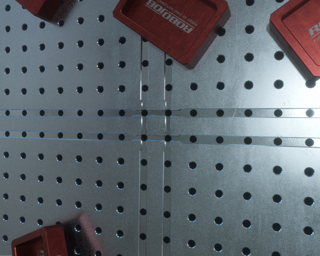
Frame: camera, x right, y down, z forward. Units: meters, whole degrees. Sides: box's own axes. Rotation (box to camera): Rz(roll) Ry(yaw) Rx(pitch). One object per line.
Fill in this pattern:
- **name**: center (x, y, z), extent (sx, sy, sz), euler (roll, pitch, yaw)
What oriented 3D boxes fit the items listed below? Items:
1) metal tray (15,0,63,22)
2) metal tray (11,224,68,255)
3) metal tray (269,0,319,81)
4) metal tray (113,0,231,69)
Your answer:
- **metal tray**: center (-0.201, -0.239, 0.479), extent (0.130, 0.030, 0.090), euler (39, 102, 15)
- **metal tray**: center (-0.168, 0.214, 0.442), extent (0.090, 0.030, 0.130), euler (-28, 68, 29)
- **metal tray**: center (0.201, -0.125, 0.339), extent (0.130, 0.030, 0.090), euler (-35, 79, 16)
- **metal tray**: center (0.013, -0.150, 0.404), extent (0.130, 0.030, 0.090), euler (38, 102, 15)
